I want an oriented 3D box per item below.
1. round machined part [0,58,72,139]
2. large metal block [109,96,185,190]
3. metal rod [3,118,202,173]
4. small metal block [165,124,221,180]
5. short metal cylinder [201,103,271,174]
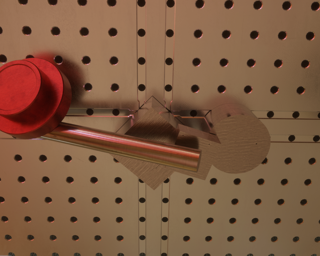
[{"bbox_3d":[-0.158,-0.039,0.359,0.098,0.042,0.098,-3,71,10],"label":"round machined part"},{"bbox_3d":[-0.009,0.019,0.405,0.080,0.050,0.080,42,104,-14],"label":"large metal block"},{"bbox_3d":[-0.102,0.008,0.369,0.301,0.025,0.025,11,111,13],"label":"metal rod"},{"bbox_3d":[0.038,0.029,0.369,0.050,0.025,0.050,17,109,-7],"label":"small metal block"},{"bbox_3d":[0.096,0.013,0.406,0.081,0.050,0.079,0,110,-1],"label":"short metal cylinder"}]
